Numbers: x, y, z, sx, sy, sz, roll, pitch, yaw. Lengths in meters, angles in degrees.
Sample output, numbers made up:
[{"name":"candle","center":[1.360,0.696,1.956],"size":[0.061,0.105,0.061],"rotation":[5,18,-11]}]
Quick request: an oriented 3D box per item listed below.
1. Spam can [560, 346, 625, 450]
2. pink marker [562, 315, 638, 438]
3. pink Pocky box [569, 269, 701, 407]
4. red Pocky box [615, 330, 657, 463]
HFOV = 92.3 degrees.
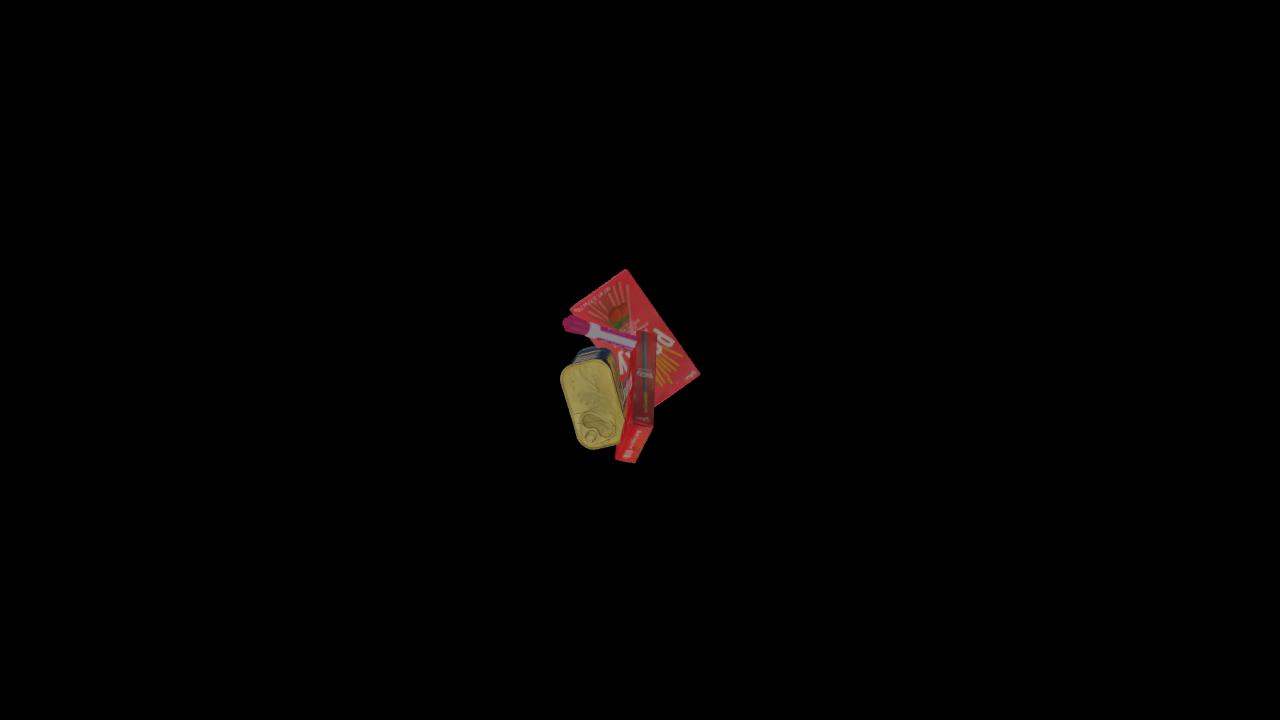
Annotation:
[{"name":"Spam can","center":[-0.047,0.038,0.704],"size":[0.058,0.101,0.085],"rotation":[-12,14,7]},{"name":"pink marker","center":[-0.034,-0.027,0.688],"size":[0.121,0.020,0.020],"rotation":[17,-10,-37]},{"name":"pink Pocky box","center":[-0.005,-0.021,0.727],"size":[0.084,0.155,0.029],"rotation":[-35,7,-1]},{"name":"red Pocky box","center":[-0.004,0.032,0.711],"size":[0.028,0.155,0.083],"rotation":[11,-39,-11]}]
